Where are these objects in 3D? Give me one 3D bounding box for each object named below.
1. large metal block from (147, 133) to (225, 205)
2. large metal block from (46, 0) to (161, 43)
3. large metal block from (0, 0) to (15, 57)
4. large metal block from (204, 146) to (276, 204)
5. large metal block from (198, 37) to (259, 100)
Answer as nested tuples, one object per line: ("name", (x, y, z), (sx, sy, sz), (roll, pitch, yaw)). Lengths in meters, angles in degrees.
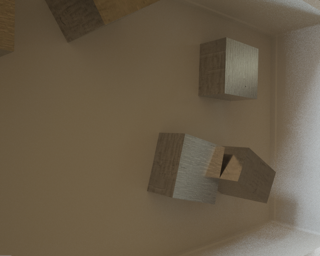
("large metal block", (0.037, 0.055, 0.421), (0.080, 0.050, 0.080), (19, 78, -38))
("large metal block", (-0.059, -0.135, 0.321), (0.080, 0.080, 0.050), (-38, 114, -33))
("large metal block", (-0.166, -0.104, 0.245), (0.081, 0.050, 0.080), (1, 89, -47))
("large metal block", (0.112, 0.068, 0.465), (0.080, 0.080, 0.050), (37, 67, -34))
("large metal block", (0.107, -0.087, 0.479), (0.081, 0.050, 0.080), (3, 88, -40))
